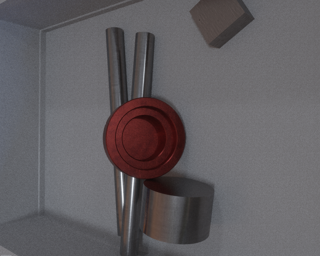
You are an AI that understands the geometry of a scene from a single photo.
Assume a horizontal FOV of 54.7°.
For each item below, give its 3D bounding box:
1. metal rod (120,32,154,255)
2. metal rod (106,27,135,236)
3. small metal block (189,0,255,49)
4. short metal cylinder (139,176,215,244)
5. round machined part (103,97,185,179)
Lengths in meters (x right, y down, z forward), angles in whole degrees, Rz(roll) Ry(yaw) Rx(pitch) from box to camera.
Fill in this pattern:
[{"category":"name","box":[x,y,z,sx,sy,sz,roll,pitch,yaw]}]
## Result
[{"category":"metal rod","box":[-0.031,0.022,0.420,0.025,0.025,0.298,4,89,39]},{"category":"metal rod","box":[-0.058,0.003,0.452,0.025,0.025,0.298,-6,86,39]},{"category":"small metal block","box":[0.069,-0.127,0.349,0.050,0.025,0.050,-38,67,33]},{"category":"short metal cylinder","box":[0.019,0.090,0.354,0.080,0.081,0.050,10,97,39]},{"category":"round machined part","box":[-0.022,0.013,0.385,0.042,0.099,0.097,171,96,-70]}]
